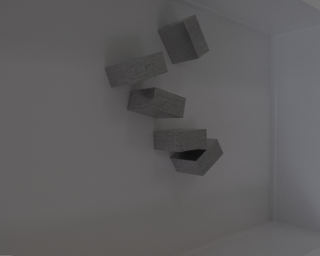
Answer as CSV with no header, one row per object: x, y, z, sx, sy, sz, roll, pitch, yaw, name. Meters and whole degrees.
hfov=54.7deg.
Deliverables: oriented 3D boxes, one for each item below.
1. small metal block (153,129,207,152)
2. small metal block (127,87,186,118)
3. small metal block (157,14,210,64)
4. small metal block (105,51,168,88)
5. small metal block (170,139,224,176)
0.027,0.015,0.412,0.050,0.050,0.025,-5,94,-40,small metal block
-0.005,-0.030,0.386,0.050,0.050,0.025,14,81,-39,small metal block
0.031,-0.117,0.416,0.025,0.050,0.050,-41,115,-32,small metal block
-0.028,-0.069,0.366,0.050,0.050,0.025,-27,107,-37,small metal block
0.051,0.039,0.433,0.050,0.050,0.025,-41,115,-32,small metal block
